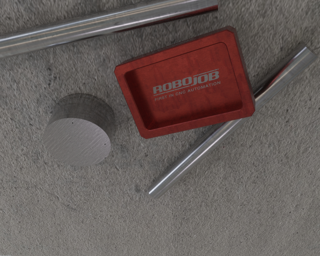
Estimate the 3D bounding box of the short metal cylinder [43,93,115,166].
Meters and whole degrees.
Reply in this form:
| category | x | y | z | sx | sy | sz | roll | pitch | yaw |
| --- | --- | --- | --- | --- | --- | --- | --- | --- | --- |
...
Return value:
| category | x | y | z | sx | sy | sz | roll | pitch | yaw |
| --- | --- | --- | --- | --- | --- | --- | --- | --- | --- |
| short metal cylinder | -0.100 | 0.003 | 0.392 | 0.081 | 0.050 | 0.079 | 0 | 130 | 0 |

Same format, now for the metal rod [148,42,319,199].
| category | x | y | z | sx | sy | sz | roll | pitch | yaw |
| --- | --- | --- | --- | --- | --- | --- | --- | --- | --- |
| metal rod | 0.077 | 0.008 | 0.414 | 0.025 | 0.025 | 0.299 | 28 | 125 | -22 |

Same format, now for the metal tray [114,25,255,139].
| category | x | y | z | sx | sy | sz | roll | pitch | yaw |
| --- | --- | --- | --- | --- | --- | --- | --- | --- | --- |
| metal tray | 0.027 | -0.045 | 0.334 | 0.130 | 0.030 | 0.090 | -13 | 110 | 22 |

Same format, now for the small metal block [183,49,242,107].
| category | x | y | z | sx | sy | sz | roll | pitch | yaw |
| --- | --- | --- | --- | --- | --- | --- | --- | --- | --- |
| small metal block | 0.060 | -0.057 | 0.359 | 0.050 | 0.025 | 0.050 | 34 | 122 | -26 |

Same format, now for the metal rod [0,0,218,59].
| category | x | y | z | sx | sy | sz | roll | pitch | yaw |
| --- | --- | --- | --- | --- | --- | --- | --- | --- | --- |
| metal rod | -0.093 | -0.100 | 0.320 | 0.301 | 0.025 | 0.025 | -10 | 130 | 8 |
